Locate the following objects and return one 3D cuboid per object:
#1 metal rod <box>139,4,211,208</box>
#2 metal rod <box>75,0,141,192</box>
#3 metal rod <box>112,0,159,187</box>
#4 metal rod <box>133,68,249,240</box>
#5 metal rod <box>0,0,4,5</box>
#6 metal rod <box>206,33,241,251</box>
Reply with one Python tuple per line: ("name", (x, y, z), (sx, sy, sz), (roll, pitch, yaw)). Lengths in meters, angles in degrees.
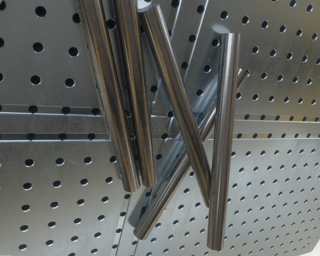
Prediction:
("metal rod", (0.035, -0.006, 0.402), (0.025, 0.025, 0.299), (-28, 121, -11))
("metal rod", (-0.057, -0.040, 0.354), (0.025, 0.025, 0.298), (-20, 126, -17))
("metal rod", (-0.027, -0.046, 0.366), (0.025, 0.025, 0.298), (-18, 126, -18))
("metal rod", (0.039, 0.046, 0.459), (0.025, 0.025, 0.299), (18, 109, -35))
("metal rod", (-0.180, -0.074, 0.267), (0.299, 0.025, 0.025), (-49, 129, 7))
("metal rod", (0.085, 0.027, 0.422), (0.025, 0.025, 0.298), (-5, 105, -26))
